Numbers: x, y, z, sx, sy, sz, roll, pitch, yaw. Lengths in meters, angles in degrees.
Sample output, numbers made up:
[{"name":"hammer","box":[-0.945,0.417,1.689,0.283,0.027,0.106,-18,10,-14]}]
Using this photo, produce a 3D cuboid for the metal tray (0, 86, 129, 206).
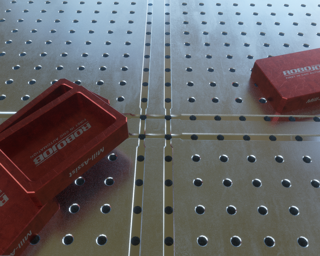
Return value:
[{"name":"metal tray","box":[-0.112,0.013,0.352,0.090,0.030,0.131,35,58,25]}]

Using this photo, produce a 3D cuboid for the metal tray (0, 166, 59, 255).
[{"name":"metal tray","box":[-0.182,0.104,0.315,0.090,0.030,0.130,24,54,18]}]

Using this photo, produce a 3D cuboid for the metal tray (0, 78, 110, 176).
[{"name":"metal tray","box":[-0.138,-0.004,0.405,0.090,0.030,0.131,27,55,20]}]

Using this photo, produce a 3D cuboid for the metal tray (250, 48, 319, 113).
[{"name":"metal tray","box":[0.218,-0.076,0.471,0.131,0.030,0.090,-12,51,-11]}]
